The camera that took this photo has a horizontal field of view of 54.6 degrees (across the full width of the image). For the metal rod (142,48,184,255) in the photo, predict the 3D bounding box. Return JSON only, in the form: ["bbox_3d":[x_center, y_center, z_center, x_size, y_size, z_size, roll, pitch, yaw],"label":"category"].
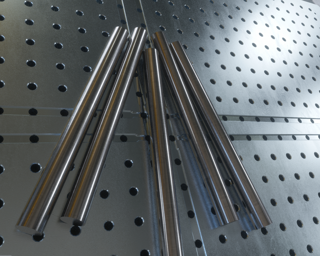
[{"bbox_3d":[0.000,0.018,0.397,0.025,0.025,0.299,8,58,-24],"label":"metal rod"}]

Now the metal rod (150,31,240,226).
[{"bbox_3d":[0.041,-0.014,0.438,0.025,0.025,0.299,-5,64,-30],"label":"metal rod"}]

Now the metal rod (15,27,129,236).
[{"bbox_3d":[-0.089,-0.023,0.373,0.025,0.025,0.300,25,53,-13],"label":"metal rod"}]

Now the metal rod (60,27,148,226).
[{"bbox_3d":[-0.059,-0.027,0.393,0.025,0.025,0.300,23,53,-14],"label":"metal rod"}]

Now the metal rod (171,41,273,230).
[{"bbox_3d":[0.079,-0.002,0.451,0.025,0.025,0.299,-10,67,-32],"label":"metal rod"}]
